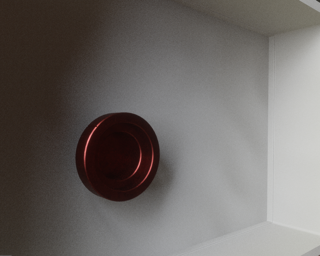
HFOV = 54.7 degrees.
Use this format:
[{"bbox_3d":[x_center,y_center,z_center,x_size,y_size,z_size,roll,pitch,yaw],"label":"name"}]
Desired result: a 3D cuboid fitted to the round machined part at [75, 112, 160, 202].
[{"bbox_3d":[-0.051,0.031,0.354,0.099,0.042,0.097,0,90,-40],"label":"round machined part"}]
